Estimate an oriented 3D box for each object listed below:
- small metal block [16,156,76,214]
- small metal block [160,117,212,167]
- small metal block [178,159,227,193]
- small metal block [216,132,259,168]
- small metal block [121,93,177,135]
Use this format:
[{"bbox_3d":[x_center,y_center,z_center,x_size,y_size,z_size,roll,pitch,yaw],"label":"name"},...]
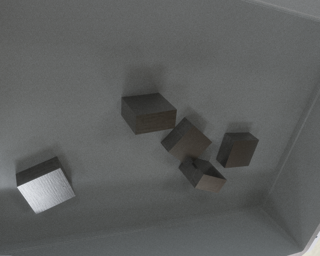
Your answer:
[{"bbox_3d":[-0.138,0.070,0.376,0.050,0.025,0.050,-24,127,-14],"label":"small metal block"},{"bbox_3d":[0.038,0.021,0.442,0.050,0.025,0.050,-47,129,5],"label":"small metal block"},{"bbox_3d":[0.064,0.070,0.471,0.050,0.050,0.025,19,108,-36],"label":"small metal block"},{"bbox_3d":[0.124,0.035,0.498,0.050,0.025,0.050,-1,119,-28],"label":"small metal block"},{"bbox_3d":[-0.014,-0.019,0.373,0.050,0.050,0.025,-10,123,-23],"label":"small metal block"}]
